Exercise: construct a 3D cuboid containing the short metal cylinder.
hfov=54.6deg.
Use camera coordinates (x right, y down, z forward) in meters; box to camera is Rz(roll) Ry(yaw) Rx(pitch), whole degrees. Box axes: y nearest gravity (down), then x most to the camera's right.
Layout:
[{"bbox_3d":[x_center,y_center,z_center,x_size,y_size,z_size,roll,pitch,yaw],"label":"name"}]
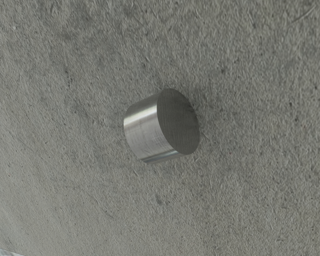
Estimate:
[{"bbox_3d":[0.004,-0.001,0.369,0.050,0.080,0.080,-21,107,36],"label":"short metal cylinder"}]
